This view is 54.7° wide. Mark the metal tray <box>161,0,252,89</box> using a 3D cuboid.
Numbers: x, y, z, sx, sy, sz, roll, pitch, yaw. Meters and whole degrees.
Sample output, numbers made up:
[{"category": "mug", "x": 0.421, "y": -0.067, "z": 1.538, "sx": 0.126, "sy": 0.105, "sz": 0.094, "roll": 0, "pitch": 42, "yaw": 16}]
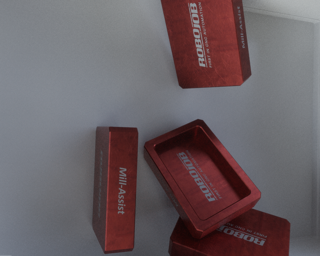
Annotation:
[{"category": "metal tray", "x": 0.056, "y": -0.116, "z": 0.380, "sx": 0.030, "sy": 0.090, "sz": 0.129, "roll": -38, "pitch": 121, "yaw": -47}]

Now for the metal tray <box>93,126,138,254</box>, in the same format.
[{"category": "metal tray", "x": -0.054, "y": 0.063, "z": 0.356, "sx": 0.030, "sy": 0.090, "sz": 0.129, "roll": 2, "pitch": 89, "yaw": -20}]

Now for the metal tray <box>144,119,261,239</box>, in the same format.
[{"category": "metal tray", "x": 0.048, "y": 0.057, "z": 0.386, "sx": 0.091, "sy": 0.030, "sz": 0.130, "roll": -24, "pitch": 59, "yaw": -19}]

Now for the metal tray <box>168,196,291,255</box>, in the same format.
[{"category": "metal tray", "x": 0.086, "y": 0.134, "z": 0.379, "sx": 0.130, "sy": 0.090, "sz": 0.030, "roll": 15, "pitch": 125, "yaw": 16}]
